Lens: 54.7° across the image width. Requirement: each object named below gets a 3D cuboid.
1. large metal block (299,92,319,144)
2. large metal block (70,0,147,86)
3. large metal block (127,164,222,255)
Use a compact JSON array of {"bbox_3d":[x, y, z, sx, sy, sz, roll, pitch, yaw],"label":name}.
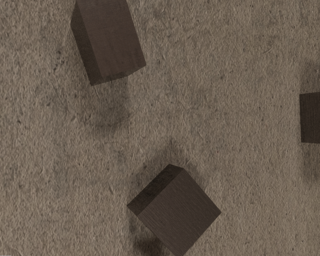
[{"bbox_3d":[0.269,-0.017,0.481,0.050,0.080,0.079,-3,91,-20],"label":"large metal block"},{"bbox_3d":[-0.063,-0.098,0.357,0.050,0.080,0.080,-20,97,-19],"label":"large metal block"},{"bbox_3d":[0.018,0.106,0.404,0.080,0.050,0.080,-44,104,-15],"label":"large metal block"}]
